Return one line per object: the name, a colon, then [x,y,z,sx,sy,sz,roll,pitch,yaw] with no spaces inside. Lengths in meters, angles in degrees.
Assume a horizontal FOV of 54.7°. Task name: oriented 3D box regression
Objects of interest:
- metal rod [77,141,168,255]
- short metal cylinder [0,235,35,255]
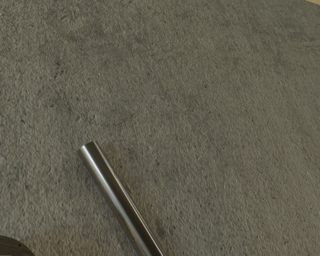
metal rod: [0.000,0.143,0.316,0.025,0.025,0.299,-25,75,-37]
short metal cylinder: [-0.136,0.128,0.237,0.081,0.050,0.080,14,56,-21]
